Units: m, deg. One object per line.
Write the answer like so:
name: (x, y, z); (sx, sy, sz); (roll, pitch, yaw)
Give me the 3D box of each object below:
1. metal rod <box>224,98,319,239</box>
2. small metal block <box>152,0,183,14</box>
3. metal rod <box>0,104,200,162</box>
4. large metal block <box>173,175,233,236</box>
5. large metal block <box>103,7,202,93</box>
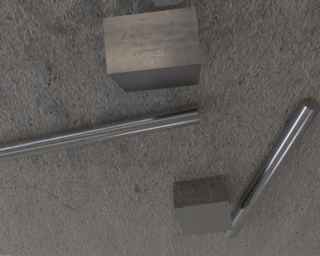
metal rod: (0.159, 0.082, 0.478); (0.025, 0.025, 0.298); (8, 130, -7)
small metal block: (-0.003, -0.136, 0.275); (0.025, 0.050, 0.050); (-30, 124, 22)
metal rod: (-0.098, 0.010, 0.414); (0.301, 0.025, 0.025); (-11, 129, 9)
large metal block: (0.070, 0.126, 0.499); (0.080, 0.050, 0.080); (-11, 130, 9)
large metal block: (-0.004, -0.071, 0.303); (0.080, 0.050, 0.080); (-6, 175, 4)
